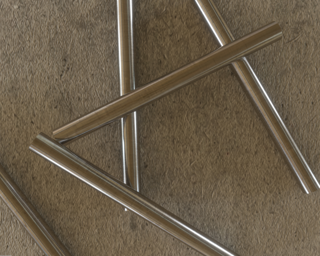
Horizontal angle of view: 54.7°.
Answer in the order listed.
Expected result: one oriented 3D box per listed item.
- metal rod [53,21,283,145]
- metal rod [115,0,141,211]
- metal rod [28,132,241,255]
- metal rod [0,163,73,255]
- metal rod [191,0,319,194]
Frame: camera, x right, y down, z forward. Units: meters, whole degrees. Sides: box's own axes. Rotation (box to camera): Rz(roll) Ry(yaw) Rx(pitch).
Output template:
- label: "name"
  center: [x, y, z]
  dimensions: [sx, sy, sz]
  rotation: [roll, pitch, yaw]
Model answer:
- label: "metal rod"
  center: [0.010, -0.054, 0.383]
  dimensions: [0.301, 0.025, 0.025]
  rotation: [-26, 90, 0]
- label: "metal rod"
  center: [-0.042, -0.043, 0.409]
  dimensions: [0.025, 0.025, 0.298]
  rotation: [-2, 90, 0]
- label: "metal rod"
  center: [-0.022, 0.098, 0.386]
  dimensions: [0.301, 0.025, 0.025]
  rotation: [34, 90, -10]
- label: "metal rod"
  center: [-0.197, 0.086, 0.408]
  dimensions: [0.025, 0.025, 0.300]
  rotation: [-38, 90, 0]
- label: "metal rod"
  center: [0.126, -0.049, 0.410]
  dimensions: [0.025, 0.025, 0.299]
  rotation: [-30, 90, 0]
